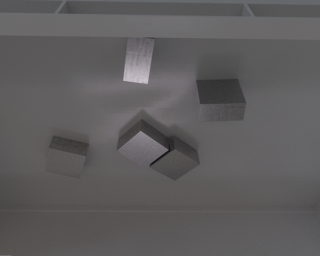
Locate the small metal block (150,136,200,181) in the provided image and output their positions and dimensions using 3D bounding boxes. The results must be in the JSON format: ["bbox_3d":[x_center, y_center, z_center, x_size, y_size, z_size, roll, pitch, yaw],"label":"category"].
[{"bbox_3d":[0.020,0.045,0.445,0.050,0.025,0.050,33,123,-30],"label":"small metal block"}]

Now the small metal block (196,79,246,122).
[{"bbox_3d":[0.070,-0.033,0.365,0.050,0.050,0.025,-2,130,1],"label":"small metal block"}]

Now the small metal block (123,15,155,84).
[{"bbox_3d":[-0.021,-0.082,0.323,0.025,0.050,0.050,7,130,-6],"label":"small metal block"}]

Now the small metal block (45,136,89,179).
[{"bbox_3d":[-0.133,0.043,0.444,0.050,0.025,0.050,14,129,-12],"label":"small metal block"}]

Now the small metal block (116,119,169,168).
[{"bbox_3d":[-0.023,0.023,0.428,0.050,0.025,0.050,36,121,-26],"label":"small metal block"}]
